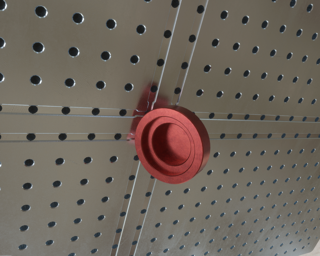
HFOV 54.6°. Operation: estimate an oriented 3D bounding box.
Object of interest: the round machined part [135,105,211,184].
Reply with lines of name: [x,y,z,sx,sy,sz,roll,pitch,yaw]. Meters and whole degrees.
round machined part: [0.020,0.019,0.398,0.042,0.098,0.097,-21,134,-56]
